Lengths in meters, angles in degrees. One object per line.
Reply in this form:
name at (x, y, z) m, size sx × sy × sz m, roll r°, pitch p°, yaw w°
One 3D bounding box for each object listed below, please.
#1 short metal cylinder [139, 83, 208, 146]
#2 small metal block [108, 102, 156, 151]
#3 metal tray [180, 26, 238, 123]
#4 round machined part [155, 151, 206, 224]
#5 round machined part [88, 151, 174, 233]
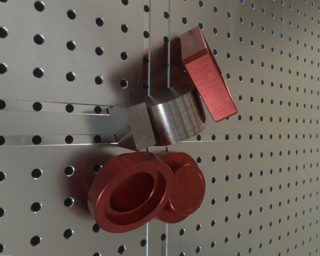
short metal cylinder at (0.014, -0.018, 0.387) m, size 0.081 × 0.080 × 0.050 m, roll -32°, pitch 111°, yaw -36°
small metal block at (-0.034, -0.003, 0.364) m, size 0.025 × 0.050 × 0.050 m, roll -22°, pitch 104°, yaw -29°
metal tray at (0.062, -0.076, 0.409) m, size 0.090 × 0.030 × 0.130 m, roll 57°, pitch 17°, yaw -24°
round machined part at (0.024, 0.081, 0.421) m, size 0.099 × 0.042 × 0.097 m, roll 0°, pitch 90°, yaw -40°
round machined part at (-0.036, 0.067, 0.353) m, size 0.099 × 0.042 × 0.097 m, roll -19°, pitch 128°, yaw -26°
